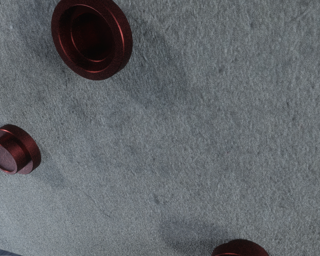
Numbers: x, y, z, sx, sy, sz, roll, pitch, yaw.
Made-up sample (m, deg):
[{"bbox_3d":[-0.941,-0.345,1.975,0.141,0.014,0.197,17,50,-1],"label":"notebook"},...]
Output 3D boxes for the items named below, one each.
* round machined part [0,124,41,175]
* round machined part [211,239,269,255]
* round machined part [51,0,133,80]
[{"bbox_3d":[-0.270,0.046,0.563,0.098,0.042,0.097,13,124,20],"label":"round machined part"},{"bbox_3d":[0.124,0.204,0.456,0.098,0.042,0.097,13,124,20],"label":"round machined part"},{"bbox_3d":[-0.075,-0.109,0.366,0.098,0.042,0.097,13,124,20],"label":"round machined part"}]
